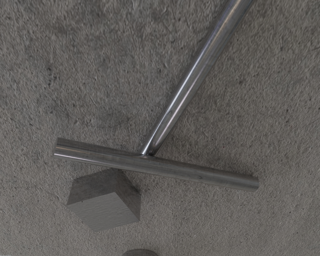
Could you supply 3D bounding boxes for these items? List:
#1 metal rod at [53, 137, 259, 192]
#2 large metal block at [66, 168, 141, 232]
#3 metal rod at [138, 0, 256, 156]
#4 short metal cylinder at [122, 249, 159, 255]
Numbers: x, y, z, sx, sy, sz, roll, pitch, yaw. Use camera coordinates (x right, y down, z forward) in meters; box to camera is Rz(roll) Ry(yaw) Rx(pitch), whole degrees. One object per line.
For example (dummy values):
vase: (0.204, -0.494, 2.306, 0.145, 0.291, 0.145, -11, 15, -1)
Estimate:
metal rod: (0.011, 0.055, 0.425, 0.302, 0.025, 0.025, 14, 129, -23)
large metal block: (-0.084, 0.113, 0.486, 0.080, 0.050, 0.080, -18, 128, 14)
metal rod: (0.033, -0.049, 0.365, 0.025, 0.025, 0.298, 19, 128, -16)
short metal cylinder: (-0.042, 0.294, 0.641, 0.081, 0.050, 0.079, 0, 130, 0)
